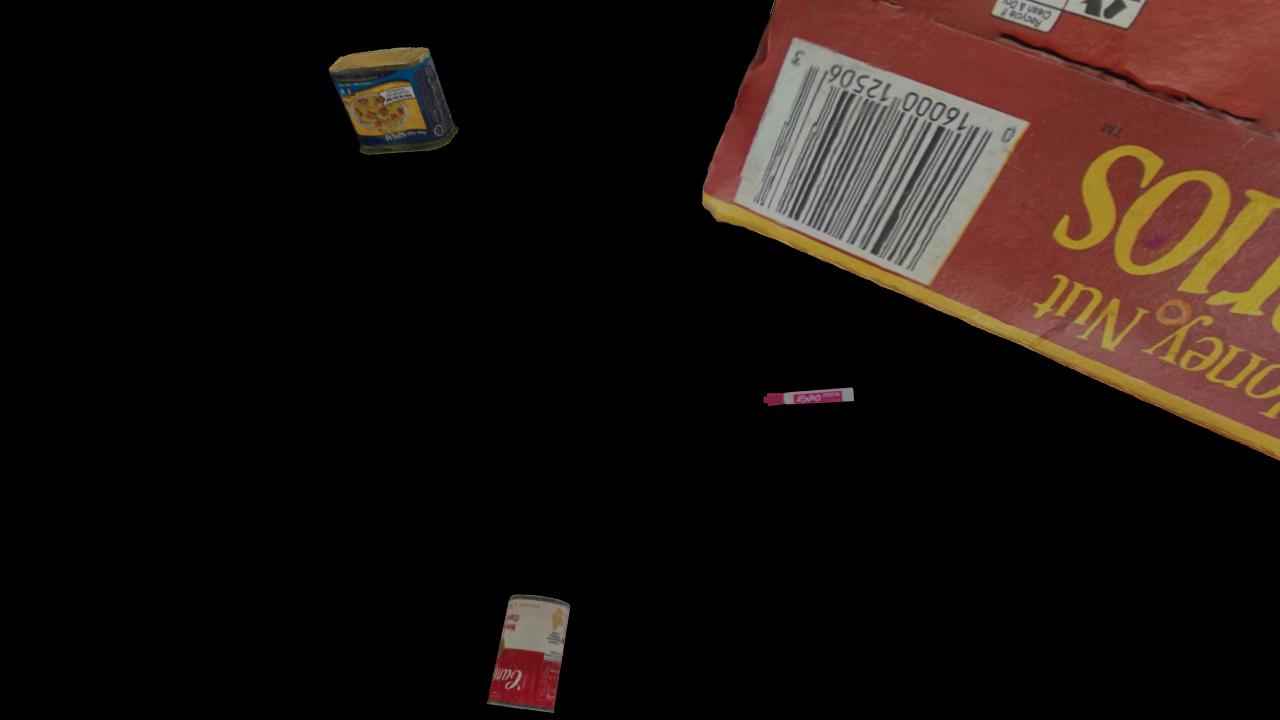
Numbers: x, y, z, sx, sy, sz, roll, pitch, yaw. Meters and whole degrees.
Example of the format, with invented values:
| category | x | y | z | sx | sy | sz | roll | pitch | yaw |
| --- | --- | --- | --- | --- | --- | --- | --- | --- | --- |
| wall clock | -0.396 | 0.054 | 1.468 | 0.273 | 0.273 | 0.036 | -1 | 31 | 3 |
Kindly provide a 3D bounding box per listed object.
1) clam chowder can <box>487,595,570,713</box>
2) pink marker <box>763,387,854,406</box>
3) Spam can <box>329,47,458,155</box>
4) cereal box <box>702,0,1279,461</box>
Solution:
| category | x | y | z | sx | sy | sz | roll | pitch | yaw |
| --- | --- | --- | --- | --- | --- | --- | --- | --- | --- |
| clam chowder can | -0.112 | 0.301 | 0.633 | 0.068 | 0.102 | 0.068 | 6 | -31 | 4 |
| pink marker | 0.233 | 0.051 | 0.853 | 0.121 | 0.020 | 0.020 | -5 | -1 | 17 |
| Spam can | -0.250 | -0.264 | 0.626 | 0.101 | 0.085 | 0.058 | -1 | 44 | 9 |
| cereal box | 0.166 | -0.075 | 0.214 | 0.203 | 0.081 | 0.306 | 26 | 31 | 11 |
